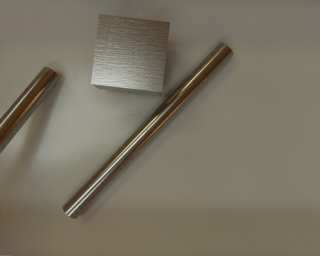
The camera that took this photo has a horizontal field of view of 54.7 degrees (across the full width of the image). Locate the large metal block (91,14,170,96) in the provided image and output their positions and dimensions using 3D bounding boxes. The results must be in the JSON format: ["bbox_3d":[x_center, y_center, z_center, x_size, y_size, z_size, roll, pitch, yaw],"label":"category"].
[{"bbox_3d":[-0.033,-0.084,0.373,0.081,0.050,0.079,7,90,-1],"label":"large metal block"}]

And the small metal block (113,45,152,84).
[{"bbox_3d":[-0.035,-0.082,0.411,0.050,0.025,0.050,-2,90,-1],"label":"small metal block"}]

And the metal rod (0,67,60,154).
[{"bbox_3d":[-0.213,0.047,0.354,0.025,0.025,0.300,30,67,0],"label":"metal rod"}]

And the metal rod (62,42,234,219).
[{"bbox_3d":[-0.015,0.003,0.411,0.025,0.025,0.300,44,90,-1],"label":"metal rod"}]
